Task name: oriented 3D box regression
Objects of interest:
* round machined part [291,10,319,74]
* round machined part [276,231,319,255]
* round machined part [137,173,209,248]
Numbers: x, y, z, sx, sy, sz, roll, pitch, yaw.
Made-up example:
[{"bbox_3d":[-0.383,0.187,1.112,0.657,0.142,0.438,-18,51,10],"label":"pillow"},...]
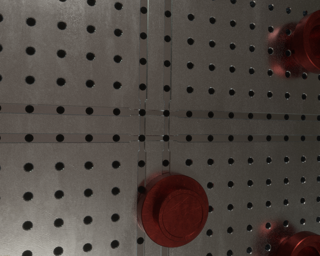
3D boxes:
[{"bbox_3d":[0.253,-0.136,0.499,0.099,0.042,0.097,0,90,-21],"label":"round machined part"},{"bbox_3d":[0.225,0.211,0.489,0.099,0.042,0.097,0,90,-21],"label":"round machined part"},{"bbox_3d":[0.023,0.111,0.413,0.099,0.042,0.097,0,90,-21],"label":"round machined part"}]
